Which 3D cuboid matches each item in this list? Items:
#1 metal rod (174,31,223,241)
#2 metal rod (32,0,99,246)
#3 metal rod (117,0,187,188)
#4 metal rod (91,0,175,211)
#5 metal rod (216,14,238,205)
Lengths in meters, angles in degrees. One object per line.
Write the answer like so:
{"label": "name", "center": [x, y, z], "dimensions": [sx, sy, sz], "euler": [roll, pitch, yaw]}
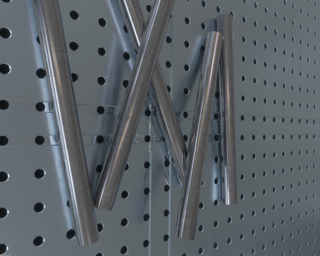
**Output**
{"label": "metal rod", "center": [0.057, -0.003, 0.430], "dimensions": [0.025, 0.025, 0.299], "euler": [26, 66, -37]}
{"label": "metal rod", "center": [-0.100, -0.023, 0.324], "dimensions": [0.025, 0.025, 0.298], "euler": [-14, 99, -39]}
{"label": "metal rod", "center": [-0.004, -0.054, 0.404], "dimensions": [0.025, 0.025, 0.299], "euler": [-30, 109, -36]}
{"label": "metal rod", "center": [-0.024, -0.053, 0.363], "dimensions": [0.025, 0.025, 0.299], "euler": [19, 85, -38]}
{"label": "metal rod", "center": [0.108, -0.028, 0.497], "dimensions": [0.025, 0.025, 0.298], "euler": [-4, 93, -40]}
